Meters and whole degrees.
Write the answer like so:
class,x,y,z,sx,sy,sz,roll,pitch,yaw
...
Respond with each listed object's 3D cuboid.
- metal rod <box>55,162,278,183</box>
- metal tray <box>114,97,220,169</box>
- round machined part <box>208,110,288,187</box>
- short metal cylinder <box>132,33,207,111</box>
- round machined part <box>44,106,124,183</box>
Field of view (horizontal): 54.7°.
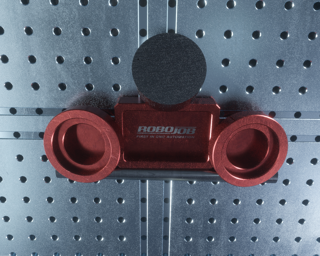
class,x,y,z,sx,sy,sz,roll,pitch,yaw
metal rod,0.010,0.061,0.432,0.302,0.025,0.025,2,110,-1
metal tray,0.008,0.007,0.408,0.131,0.030,0.089,1,111,-1
round machined part,0.110,0.024,0.405,0.099,0.042,0.097,-3,109,-8
short metal cylinder,0.010,-0.062,0.358,0.081,0.050,0.080,0,84,0
round machined part,-0.094,0.018,0.401,0.099,0.042,0.097,2,108,7
